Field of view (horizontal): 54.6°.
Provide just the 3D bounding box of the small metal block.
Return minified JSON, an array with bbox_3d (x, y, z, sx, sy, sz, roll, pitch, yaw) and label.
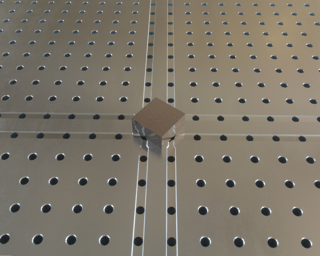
[{"bbox_3d":[-0.002,-0.008,0.415,0.050,0.025,0.050,32,57,23],"label":"small metal block"}]
